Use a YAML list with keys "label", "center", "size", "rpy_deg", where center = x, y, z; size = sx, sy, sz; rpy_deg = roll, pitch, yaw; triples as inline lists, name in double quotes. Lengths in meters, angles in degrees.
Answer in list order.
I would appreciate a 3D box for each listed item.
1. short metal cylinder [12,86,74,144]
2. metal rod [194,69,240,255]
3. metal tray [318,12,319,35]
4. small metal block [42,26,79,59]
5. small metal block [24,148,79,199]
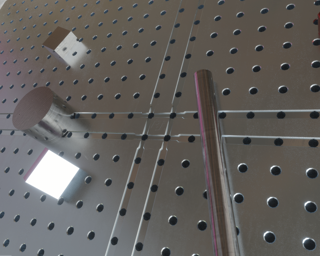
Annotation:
- label: "short metal cylinder"
  center: [-0.190, -0.021, 0.505]
  size: [0.080, 0.050, 0.080]
  rpy_deg: [-13, 56, 21]
- label: "metal rod"
  center: [0.062, 0.055, 0.341]
  size: [0.025, 0.025, 0.299]
  rpy_deg: [-15, 55, 20]
- label: "metal tray"
  center: [0.263, -0.134, 0.348]
  size: [0.130, 0.030, 0.090]
  rpy_deg: [31, 79, 38]
- label: "small metal block"
  center: [-0.199, -0.171, 0.618]
  size: [0.050, 0.025, 0.050]
  rpy_deg: [29, 78, 37]
- label: "small metal block"
  center: [-0.150, 0.062, 0.429]
  size: [0.050, 0.050, 0.025]
  rpy_deg: [-58, 28, -13]
